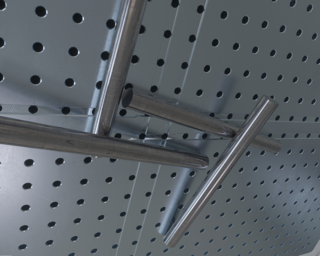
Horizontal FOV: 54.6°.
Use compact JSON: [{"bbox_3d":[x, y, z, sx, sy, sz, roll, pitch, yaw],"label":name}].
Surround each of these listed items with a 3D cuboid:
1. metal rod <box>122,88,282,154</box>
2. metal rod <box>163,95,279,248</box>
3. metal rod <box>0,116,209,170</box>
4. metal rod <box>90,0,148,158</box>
[{"bbox_3d":[0.081,-0.002,0.453,0.302,0.025,0.025,16,110,-35],"label":"metal rod"},{"bbox_3d":[0.085,0.080,0.483,0.025,0.025,0.298,13,119,-34],"label":"metal rod"},{"bbox_3d":[-0.041,0.027,0.376,0.302,0.025,0.025,14,112,-43],"label":"metal rod"},{"bbox_3d":[-0.035,-0.100,0.329,0.025,0.025,0.298,5,116,-31],"label":"metal rod"}]
